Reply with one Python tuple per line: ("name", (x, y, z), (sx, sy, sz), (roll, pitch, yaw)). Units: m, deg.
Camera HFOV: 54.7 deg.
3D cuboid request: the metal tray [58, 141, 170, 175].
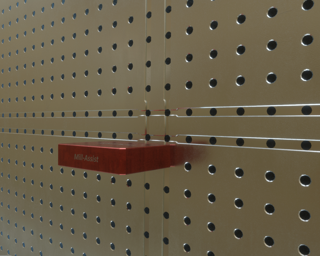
("metal tray", (-0.062, 0.036, 0.416), (0.130, 0.091, 0.030), (1, 91, 39))
